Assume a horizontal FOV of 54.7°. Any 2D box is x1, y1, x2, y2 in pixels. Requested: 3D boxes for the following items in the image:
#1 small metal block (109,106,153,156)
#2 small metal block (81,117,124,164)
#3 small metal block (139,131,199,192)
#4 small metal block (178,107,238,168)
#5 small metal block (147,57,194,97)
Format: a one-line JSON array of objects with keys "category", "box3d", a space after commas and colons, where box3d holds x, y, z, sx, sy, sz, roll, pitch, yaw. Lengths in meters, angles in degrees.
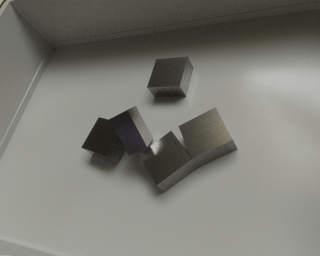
[{"category": "small metal block", "box3d": [-0.035, 0.002, 0.392, 0.025, 0.050, 0.050, -26, 96, 11]}, {"category": "small metal block", "box3d": [-0.073, 0.016, 0.431, 0.050, 0.025, 0.050, 13, 69, 36]}, {"category": "small metal block", "box3d": [0.010, 0.040, 0.375, 0.050, 0.025, 0.050, -37, 51, 3]}, {"category": "small metal block", "box3d": [0.056, 0.011, 0.369, 0.050, 0.025, 0.050, -28, 52, 10]}, {"category": "small metal block", "box3d": [0.015, -0.072, 0.441, 0.050, 0.025, 0.050, 2, 63, 28]}]
